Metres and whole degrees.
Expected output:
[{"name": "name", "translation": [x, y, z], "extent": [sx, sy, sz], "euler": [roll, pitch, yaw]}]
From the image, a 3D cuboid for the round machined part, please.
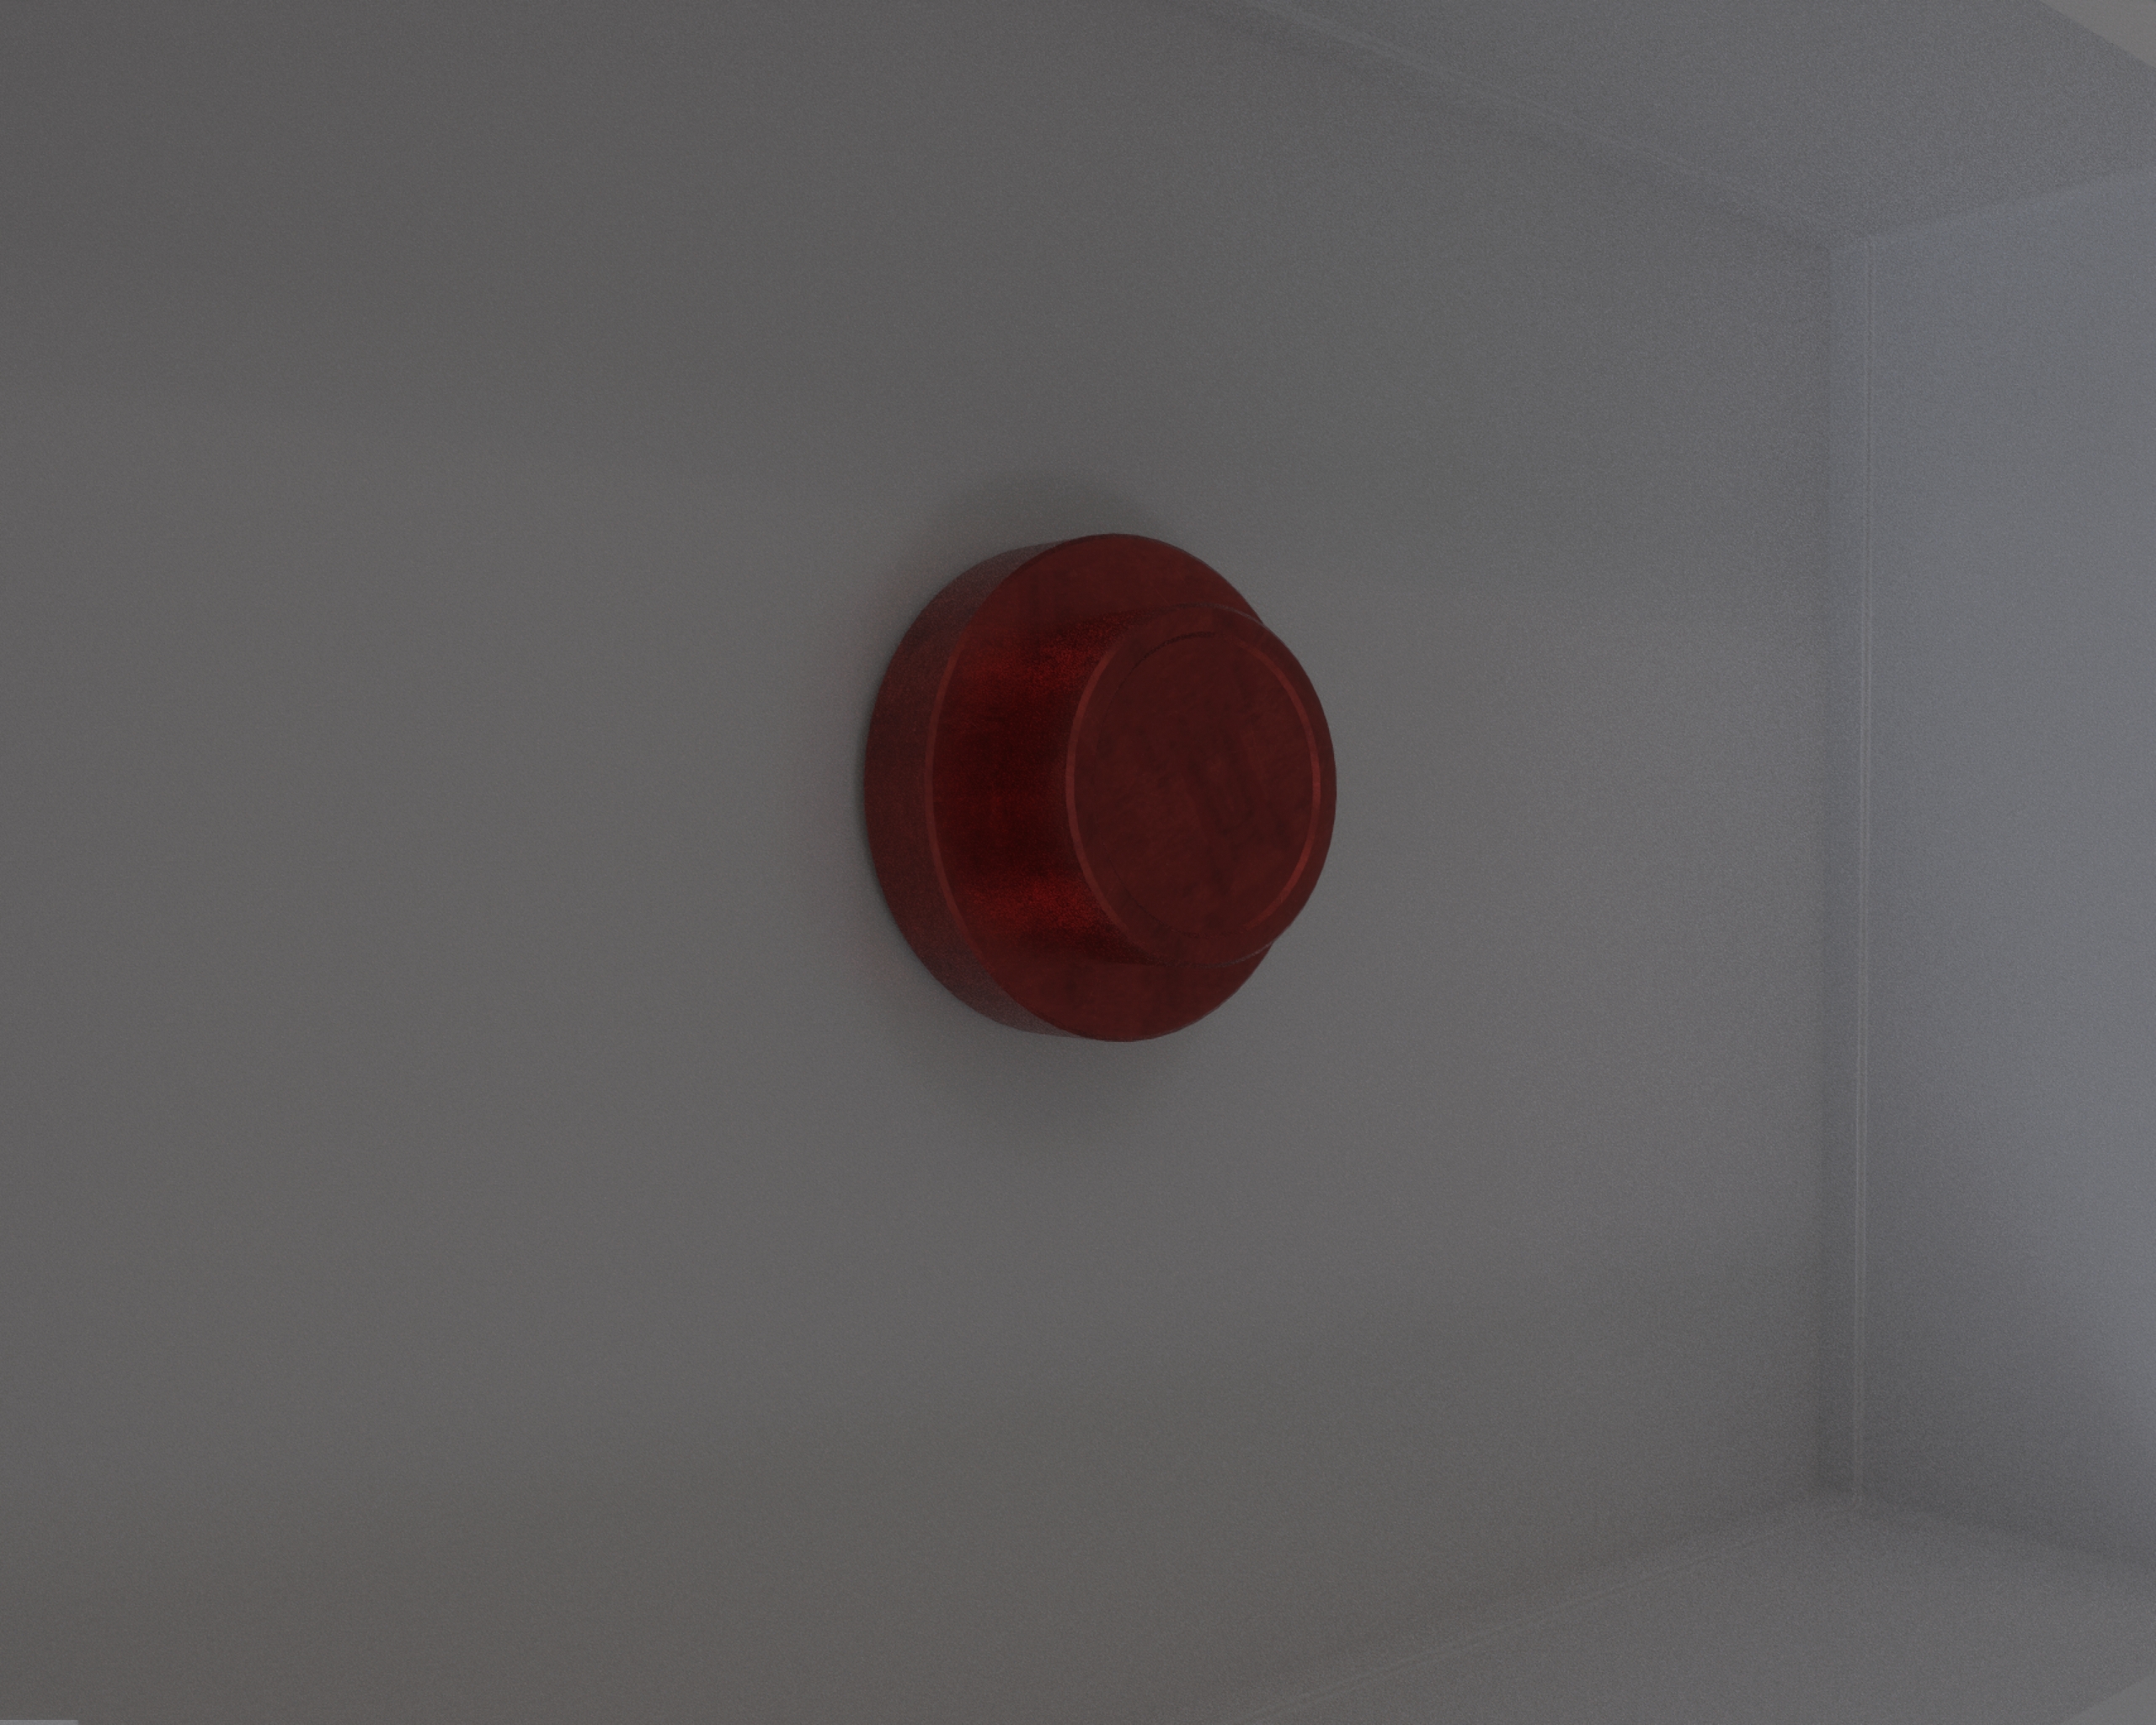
[{"name": "round machined part", "translation": [0.012, -0.014, 0.400], "extent": [0.099, 0.042, 0.097], "euler": [0, 90, -40]}]
